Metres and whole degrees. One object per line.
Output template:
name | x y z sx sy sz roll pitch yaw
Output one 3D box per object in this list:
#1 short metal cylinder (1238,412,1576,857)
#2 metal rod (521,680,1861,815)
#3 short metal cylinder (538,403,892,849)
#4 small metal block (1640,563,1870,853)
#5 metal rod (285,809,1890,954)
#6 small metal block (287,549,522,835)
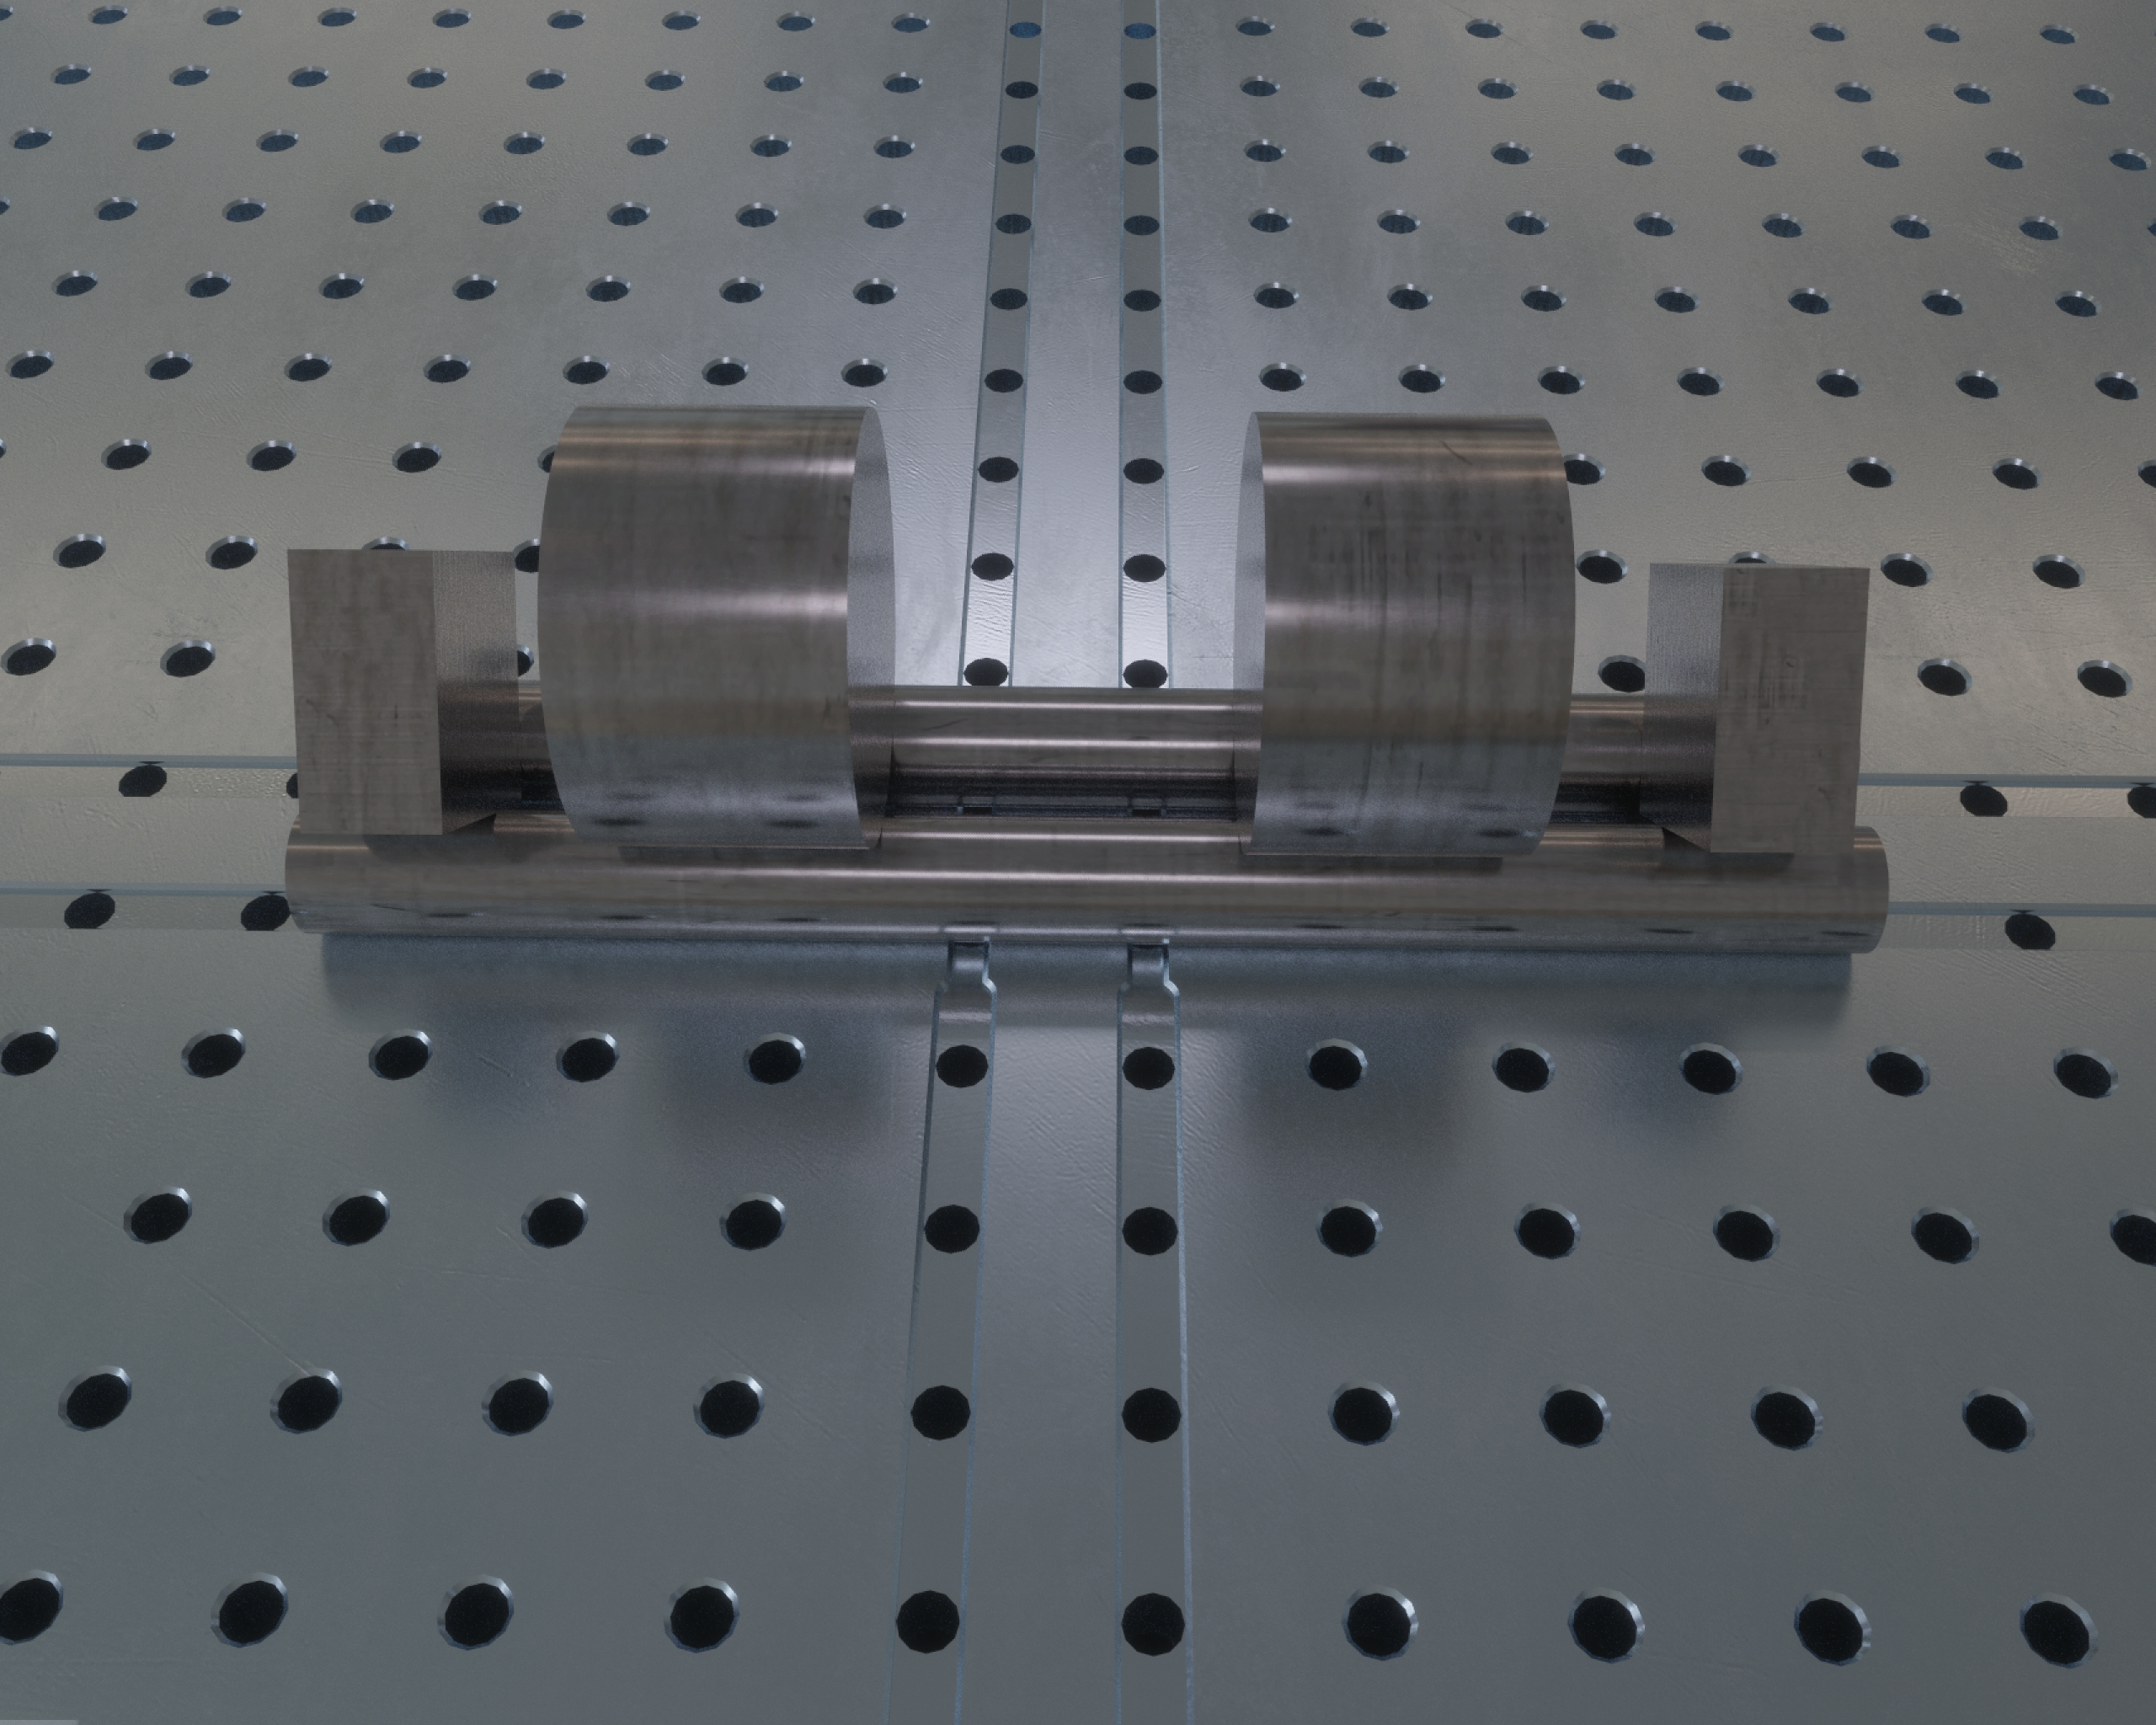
short metal cylinder | 0.056 -0.041 0.378 0.050 0.080 0.080 1 50 0
metal rod | 0.005 -0.023 0.427 0.302 0.025 0.025 1 50 0
short metal cylinder | -0.062 -0.042 0.379 0.050 0.080 0.080 1 50 0
small metal block | 0.124 -0.030 0.388 0.025 0.050 0.050 0 9 1
metal rod | 0.002 0.003 0.405 0.302 0.025 0.025 1 50 0
small metal block | -0.124 -0.033 0.389 0.025 0.050 0.050 0 8 1
